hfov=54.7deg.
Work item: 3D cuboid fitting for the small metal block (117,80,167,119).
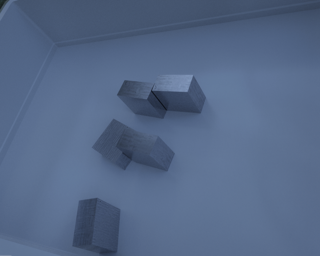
[{"bbox_3d":[-0.022,-0.039,0.425,0.050,0.050,0.025,11,68,33],"label":"small metal block"}]

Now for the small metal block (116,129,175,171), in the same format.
[{"bbox_3d":[-0.017,0.027,0.382,0.050,0.050,0.025,11,68,33],"label":"small metal block"}]

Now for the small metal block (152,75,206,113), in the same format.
[{"bbox_3d":[0.026,-0.044,0.403,0.050,0.050,0.025,6,65,31],"label":"small metal block"}]

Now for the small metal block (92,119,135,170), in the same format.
[{"bbox_3d":[-0.056,0.022,0.422,0.050,0.025,0.050,27,76,37],"label":"small metal block"}]

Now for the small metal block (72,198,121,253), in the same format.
[{"bbox_3d":[-0.071,0.114,0.358,0.025,0.050,0.050,-13,56,21],"label":"small metal block"}]
